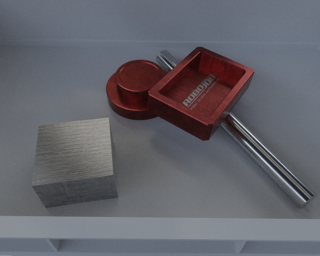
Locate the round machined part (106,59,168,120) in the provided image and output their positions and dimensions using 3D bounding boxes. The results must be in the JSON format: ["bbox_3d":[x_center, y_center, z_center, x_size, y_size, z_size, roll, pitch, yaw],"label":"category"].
[{"bbox_3d":[-0.028,-0.061,0.445,0.099,0.042,0.098,0,50,0],"label":"round machined part"}]

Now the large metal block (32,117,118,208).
[{"bbox_3d":[-0.094,0.038,0.355,0.081,0.050,0.080,-7,50,-6],"label":"large metal block"}]

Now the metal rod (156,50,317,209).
[{"bbox_3d":[0.083,-0.017,0.420,0.025,0.025,0.300,-25,55,-20],"label":"metal rod"}]

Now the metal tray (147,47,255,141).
[{"bbox_3d":[0.056,-0.051,0.408,0.090,0.030,0.131,29,53,19],"label":"metal tray"}]

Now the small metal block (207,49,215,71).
[{"bbox_3d":[0.070,-0.092,0.483,0.050,0.025,0.050,-29,56,-22],"label":"small metal block"}]
